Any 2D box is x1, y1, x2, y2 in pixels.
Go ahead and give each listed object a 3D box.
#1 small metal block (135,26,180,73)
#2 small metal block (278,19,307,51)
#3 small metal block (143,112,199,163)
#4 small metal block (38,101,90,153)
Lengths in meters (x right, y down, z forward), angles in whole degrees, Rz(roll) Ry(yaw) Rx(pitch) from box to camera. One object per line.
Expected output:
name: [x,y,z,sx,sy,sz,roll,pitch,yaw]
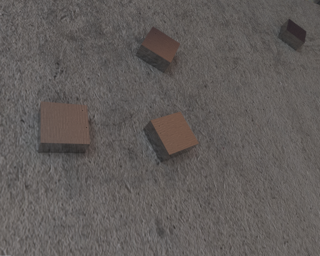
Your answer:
small metal block: [-0.003,-0.121,0.476,0.050,0.025,0.050,30,52,-9]
small metal block: [0.295,-0.208,0.689,0.050,0.025,0.050,33,51,-7]
small metal block: [0.014,0.011,0.404,0.050,0.025,0.050,-18,71,-35]
small metal block: [-0.108,0.000,0.345,0.050,0.025,0.050,3,60,-27]
